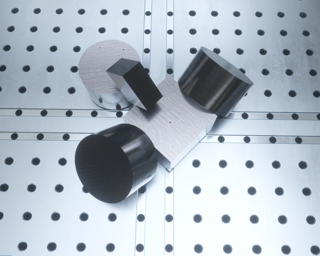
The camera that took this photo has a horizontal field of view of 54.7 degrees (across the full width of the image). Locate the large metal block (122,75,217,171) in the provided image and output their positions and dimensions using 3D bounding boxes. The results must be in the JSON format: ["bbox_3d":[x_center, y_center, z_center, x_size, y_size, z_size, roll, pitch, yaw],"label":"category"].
[{"bbox_3d":[0.012,-0.005,0.394,0.080,0.050,0.080,43,75,14],"label":"large metal block"}]

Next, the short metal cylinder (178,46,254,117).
[{"bbox_3d":[0.070,-0.059,0.393,0.080,0.080,0.050,41,114,13],"label":"short metal cylinder"}]

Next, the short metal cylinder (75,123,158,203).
[{"bbox_3d":[-0.050,0.039,0.358,0.080,0.050,0.079,9,108,28],"label":"short metal cylinder"}]

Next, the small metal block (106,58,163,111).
[{"bbox_3d":[-0.030,-0.052,0.361,0.025,0.050,0.050,-43,32,-12],"label":"small metal block"}]

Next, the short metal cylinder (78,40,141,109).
[{"bbox_3d":[-0.064,-0.072,0.421,0.081,0.050,0.080,0,70,0],"label":"short metal cylinder"}]
